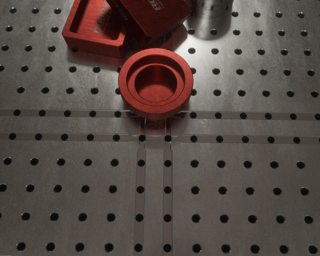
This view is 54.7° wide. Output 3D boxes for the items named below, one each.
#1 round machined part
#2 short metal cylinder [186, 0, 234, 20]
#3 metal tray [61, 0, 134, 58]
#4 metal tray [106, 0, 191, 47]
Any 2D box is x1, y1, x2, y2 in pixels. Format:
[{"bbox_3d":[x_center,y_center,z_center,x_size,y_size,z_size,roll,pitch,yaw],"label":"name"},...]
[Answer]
[{"bbox_3d":[-0.005,-0.056,0.423,0.099,0.042,0.098,0,70,-1],"label":"round machined part"},{"bbox_3d":[0.078,-0.217,0.479,0.081,0.050,0.080,0,70,0],"label":"short metal cylinder"},{"bbox_3d":[-0.083,-0.176,0.472,0.090,0.030,0.130,12,70,4],"label":"metal tray"},{"bbox_3d":[-0.028,-0.194,0.449,0.090,0.030,0.130,-39,93,-27],"label":"metal tray"}]
